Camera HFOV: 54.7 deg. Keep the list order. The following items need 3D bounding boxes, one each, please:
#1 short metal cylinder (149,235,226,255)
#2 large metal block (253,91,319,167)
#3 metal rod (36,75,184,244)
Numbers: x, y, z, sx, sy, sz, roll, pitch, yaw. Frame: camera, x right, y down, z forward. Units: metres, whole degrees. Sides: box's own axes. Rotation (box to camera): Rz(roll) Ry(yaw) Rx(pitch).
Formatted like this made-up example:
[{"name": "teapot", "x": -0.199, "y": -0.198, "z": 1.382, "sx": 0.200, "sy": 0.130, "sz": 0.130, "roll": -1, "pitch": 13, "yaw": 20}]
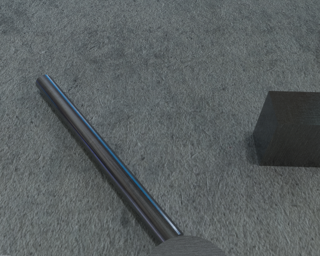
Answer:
[{"name": "short metal cylinder", "x": 0.024, "y": 0.142, "z": 0.268, "sx": 0.081, "sy": 0.050, "sz": 0.080, "roll": 0, "pitch": 50, "yaw": 0}, {"name": "large metal block", "x": 0.163, "y": 0.003, "z": 0.367, "sx": 0.081, "sy": 0.080, "sz": 0.050, "roll": 2, "pitch": 50, "yaw": 1}, {"name": "metal rod", "x": -0.079, "y": 0.023, "z": 0.382, "sx": 0.025, "sy": 0.025, "sz": 0.300, "roll": -31, "pitch": 57, "yaw": -24}]
